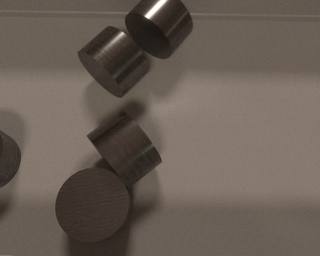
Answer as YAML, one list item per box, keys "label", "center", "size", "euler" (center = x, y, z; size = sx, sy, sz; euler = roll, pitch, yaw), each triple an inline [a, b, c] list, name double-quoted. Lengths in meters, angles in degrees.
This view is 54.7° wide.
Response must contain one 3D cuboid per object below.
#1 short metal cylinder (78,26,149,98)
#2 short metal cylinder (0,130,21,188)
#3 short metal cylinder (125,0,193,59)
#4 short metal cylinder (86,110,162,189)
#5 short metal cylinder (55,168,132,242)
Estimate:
- label: "short metal cylinder"
  center: [-0.061, -0.086, 0.411]
  size: [0.080, 0.080, 0.050]
  euler: [40, 75, 13]
- label: "short metal cylinder"
  center: [-0.222, 0.035, 0.381]
  size: [0.081, 0.050, 0.080]
  euler: [0, 70, 0]
- label: "short metal cylinder"
  center: [-0.002, -0.144, 0.433]
  size: [0.080, 0.080, 0.050]
  euler: [35, 74, 11]
- label: "short metal cylinder"
  center: [-0.043, 0.026, 0.371]
  size: [0.050, 0.080, 0.080]
  euler: [-38, 75, -13]
- label: "short metal cylinder"
  center: [-0.074, 0.091, 0.362]
  size: [0.081, 0.050, 0.080]
  euler: [0, 70, 0]
